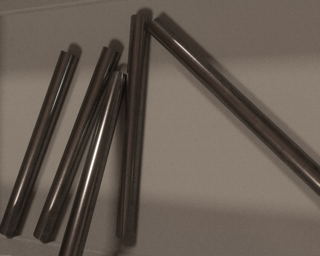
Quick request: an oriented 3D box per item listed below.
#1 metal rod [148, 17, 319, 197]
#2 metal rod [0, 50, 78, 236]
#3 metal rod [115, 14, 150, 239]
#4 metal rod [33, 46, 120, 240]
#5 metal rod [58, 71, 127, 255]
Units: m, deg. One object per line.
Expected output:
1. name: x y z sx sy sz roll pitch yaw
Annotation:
1. metal rod: 0.093 -0.031 0.377 0.300 0.025 0.025 47 104 13
2. metal rod: -0.188 0.027 0.474 0.025 0.025 0.298 24 98 18
3. metal rod: -0.038 -0.001 0.422 0.025 0.025 0.298 5 92 19
4. metal rod: -0.124 0.027 0.452 0.025 0.025 0.298 25 98 18
5. metal rod: -0.083 0.062 0.371 0.025 0.025 0.299 2 65 19
